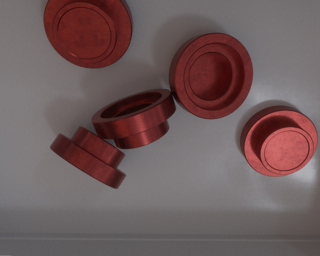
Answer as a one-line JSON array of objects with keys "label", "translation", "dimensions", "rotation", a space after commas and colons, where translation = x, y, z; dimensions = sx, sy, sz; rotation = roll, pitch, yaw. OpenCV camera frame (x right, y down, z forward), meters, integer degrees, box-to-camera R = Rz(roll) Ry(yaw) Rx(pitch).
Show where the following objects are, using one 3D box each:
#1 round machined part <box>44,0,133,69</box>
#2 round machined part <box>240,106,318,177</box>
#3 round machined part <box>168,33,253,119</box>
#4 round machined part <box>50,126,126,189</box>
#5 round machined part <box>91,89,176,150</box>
[{"label": "round machined part", "translation": [-0.081, -0.112, 0.348], "dimensions": [0.099, 0.042, 0.097], "rotation": [-1, 124, -1]}, {"label": "round machined part", "translation": [0.161, 0.023, 0.412], "dimensions": [0.099, 0.042, 0.097], "rotation": [0, 110, 0]}, {"label": "round machined part", "translation": [0.057, -0.062, 0.370], "dimensions": [0.099, 0.042, 0.097], "rotation": [-4, 105, -17]}, {"label": "round machined part", "translation": [-0.083, 0.033, 0.390], "dimensions": [0.098, 0.098, 0.042], "rotation": [34, 81, -12]}, {"label": "round machined part", "translation": [-0.027, -0.009, 0.369], "dimensions": [0.098, 0.098, 0.042], "rotation": [-17, 109, 6]}]
